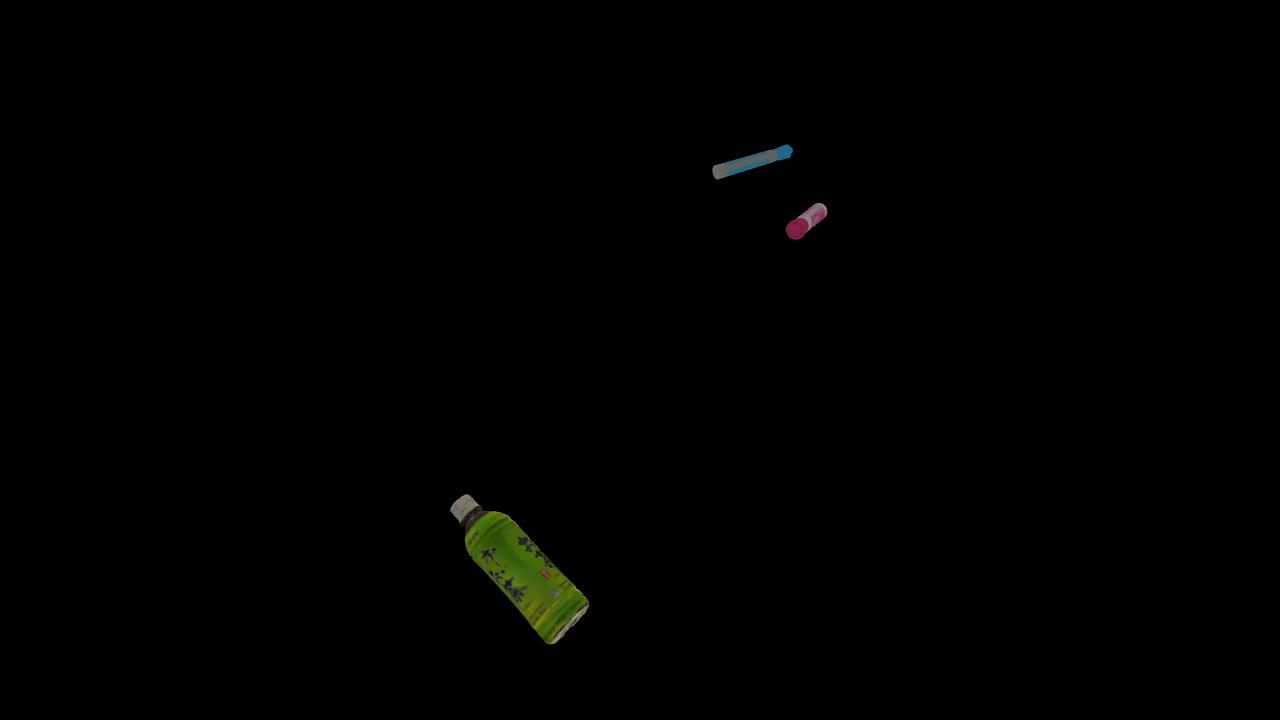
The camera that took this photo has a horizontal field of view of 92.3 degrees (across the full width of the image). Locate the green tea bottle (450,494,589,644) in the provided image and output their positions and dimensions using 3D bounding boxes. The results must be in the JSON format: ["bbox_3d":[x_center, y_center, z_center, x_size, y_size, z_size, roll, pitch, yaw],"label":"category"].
[{"bbox_3d":[-0.159,0.252,0.767,0.212,0.073,0.073,40,13,16],"label":"green tea bottle"}]

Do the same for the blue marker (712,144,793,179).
[{"bbox_3d":[0.155,-0.270,0.835,0.121,0.020,0.020,-20,6,-16],"label":"blue marker"}]

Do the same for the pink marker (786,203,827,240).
[{"bbox_3d":[0.170,-0.142,0.626,0.020,0.020,0.121,0,20,28],"label":"pink marker"}]
